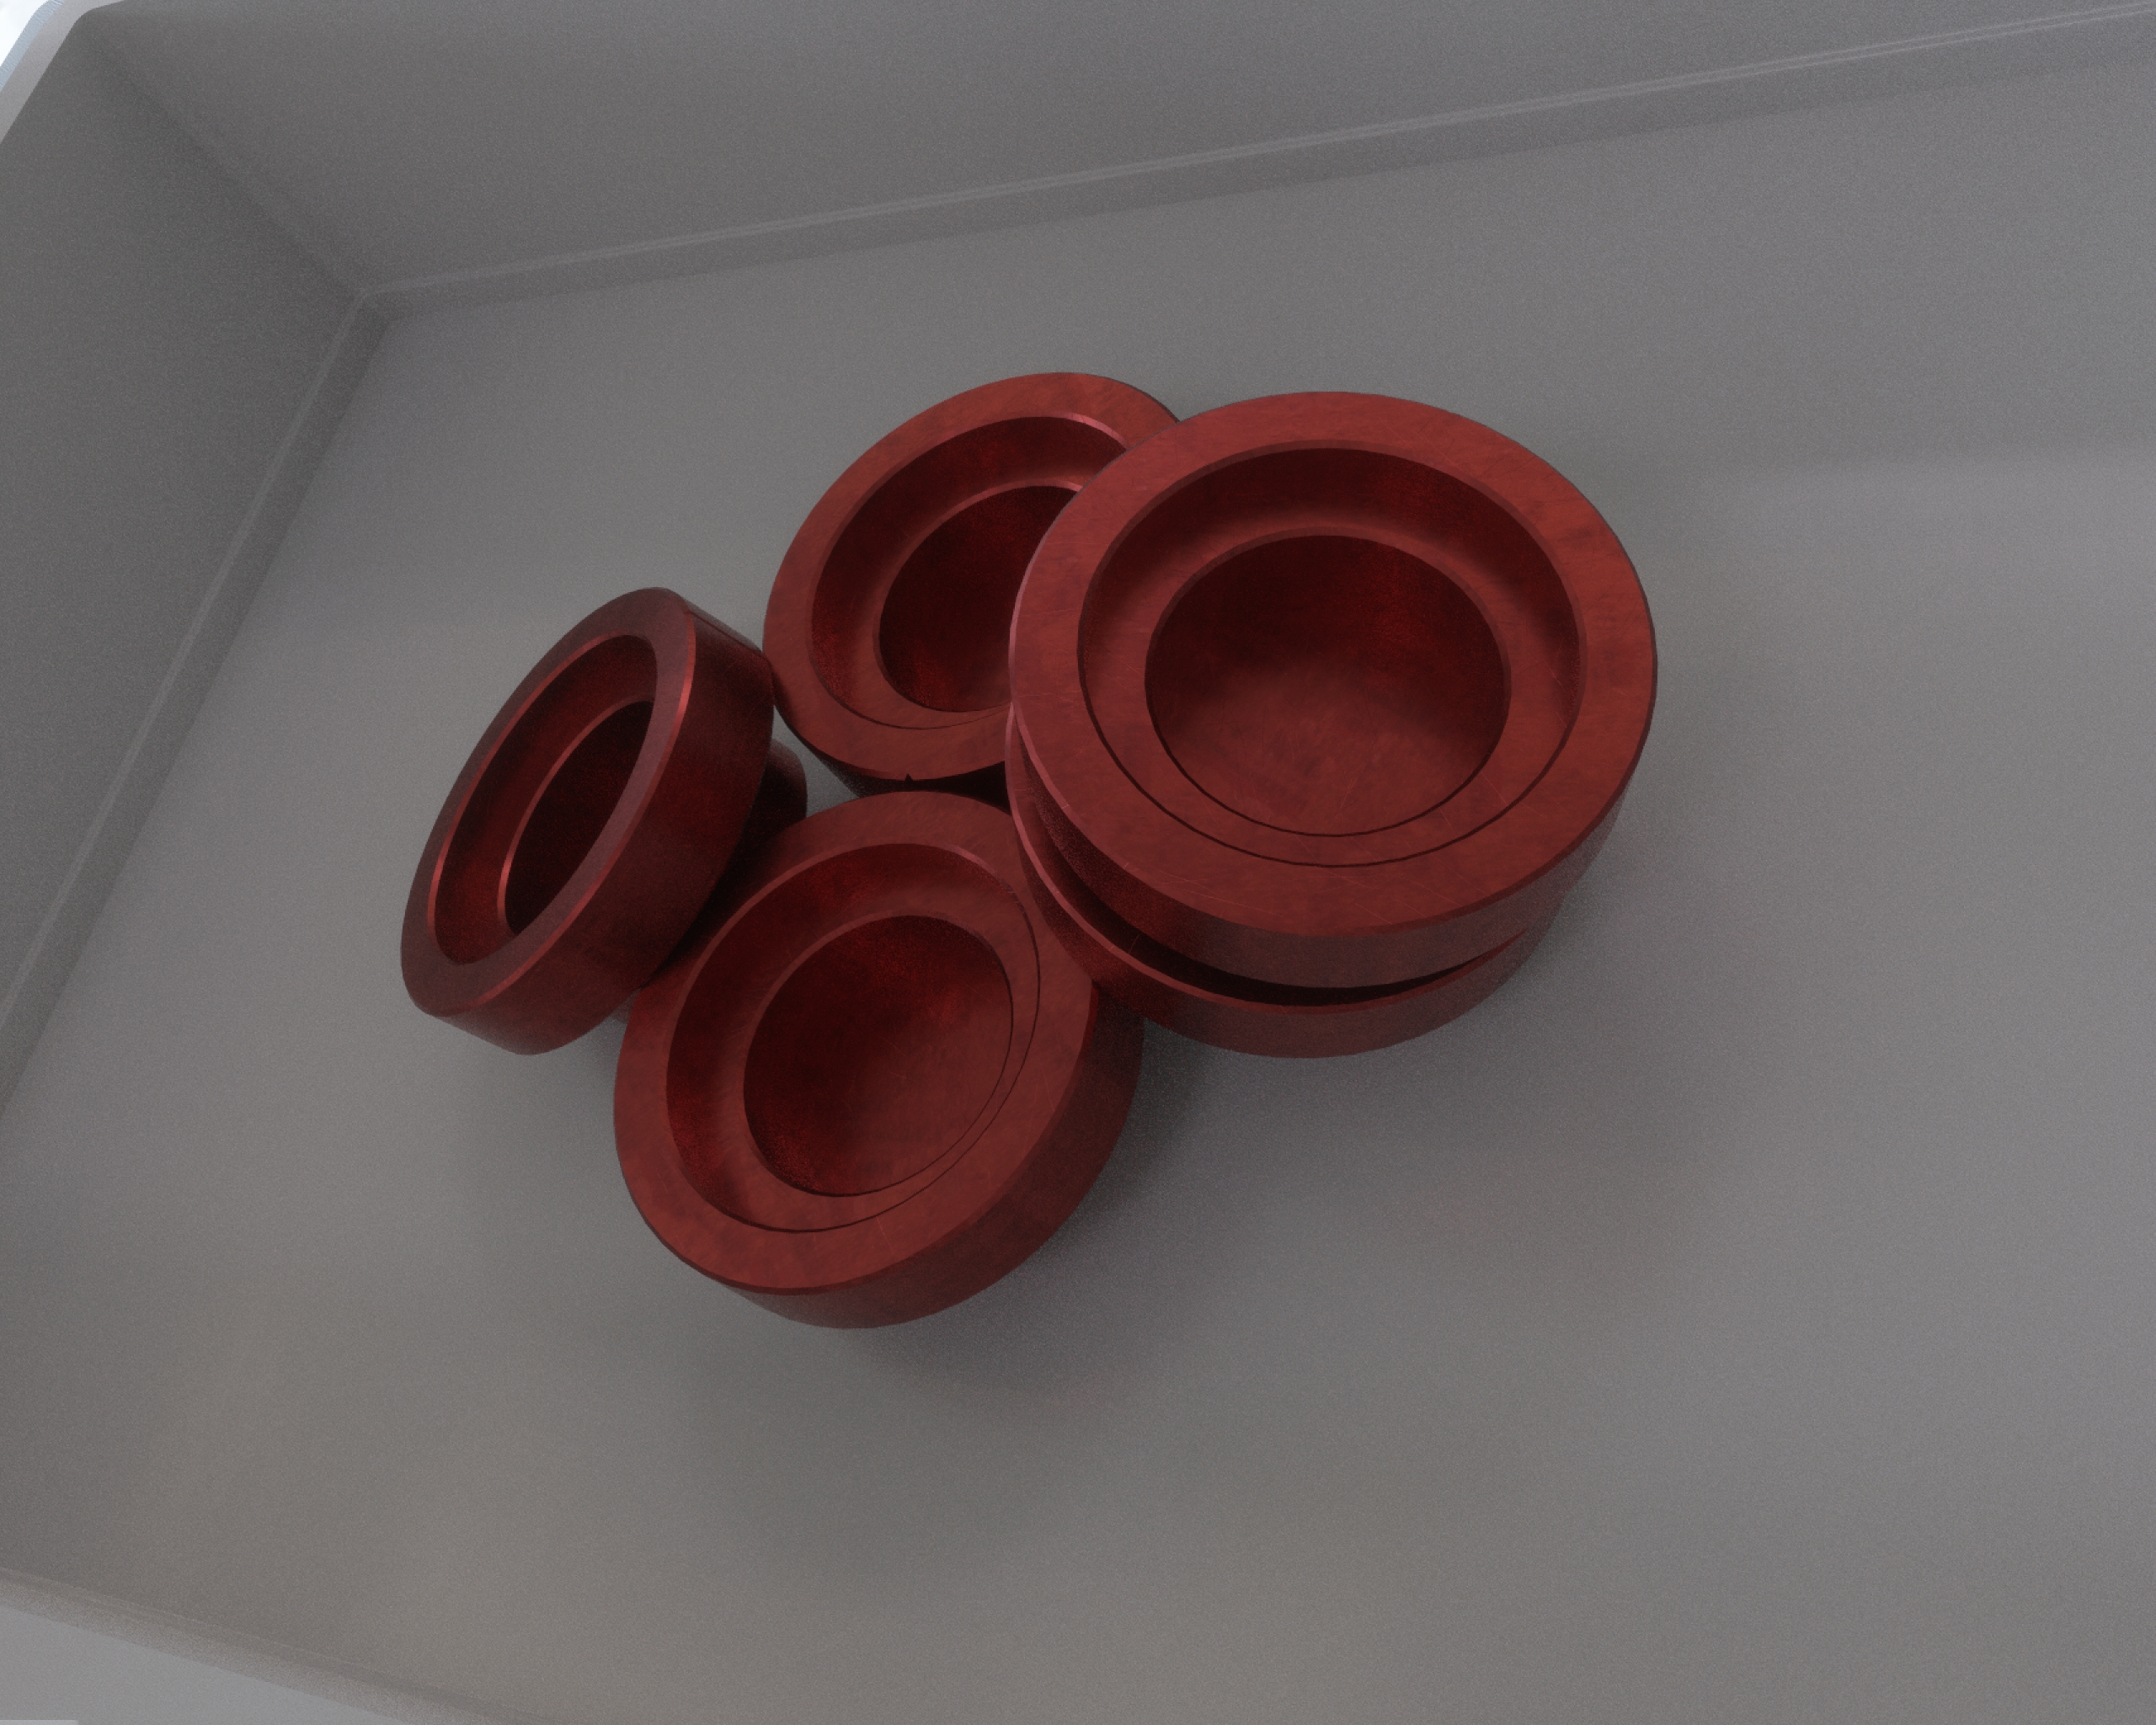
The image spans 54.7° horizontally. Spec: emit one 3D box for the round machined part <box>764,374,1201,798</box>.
[{"bbox_3d":[-0.012,-0.049,0.428,0.098,0.042,0.098,-13,56,21],"label":"round machined part"}]

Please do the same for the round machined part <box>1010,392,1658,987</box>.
[{"bbox_3d":[0.040,-0.024,0.337,0.099,0.042,0.098,-1,64,3],"label":"round machined part"}]

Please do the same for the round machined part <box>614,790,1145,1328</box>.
[{"bbox_3d":[-0.033,0.039,0.385,0.098,0.042,0.098,-13,56,21],"label":"round machined part"}]

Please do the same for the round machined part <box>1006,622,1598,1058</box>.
[{"bbox_3d":[0.038,-0.011,0.366,0.099,0.042,0.098,-1,63,2],"label":"round machined part"}]

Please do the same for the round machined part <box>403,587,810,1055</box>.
[{"bbox_3d":[-0.093,-0.005,0.432,0.098,0.042,0.098,-31,41,33],"label":"round machined part"}]
